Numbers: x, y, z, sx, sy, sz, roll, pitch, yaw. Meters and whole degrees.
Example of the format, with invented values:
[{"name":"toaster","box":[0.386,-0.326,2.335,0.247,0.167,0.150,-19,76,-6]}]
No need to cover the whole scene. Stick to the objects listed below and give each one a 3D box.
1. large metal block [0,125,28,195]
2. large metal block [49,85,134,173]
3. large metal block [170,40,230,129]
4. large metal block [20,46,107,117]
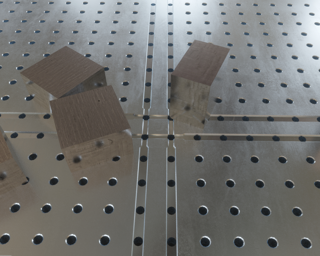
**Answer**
[{"name":"large metal block","box":[-0.213,0.040,0.357,0.080,0.050,0.080,-28,55,-21]},{"name":"large metal block","box":[-0.086,-0.001,0.392,0.081,0.050,0.080,-17,52,-14]},{"name":"large metal block","box":[0.053,-0.059,0.422,0.050,0.080,0.080,20,53,16]},{"name":"large metal block","box":[-0.134,-0.064,0.445,0.080,0.050,0.080,32,57,24]}]
